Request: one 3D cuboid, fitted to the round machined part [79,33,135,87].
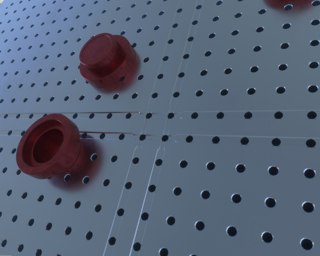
[{"bbox_3d":[-0.094,-0.120,0.518,0.098,0.042,0.098,-13,56,20],"label":"round machined part"}]

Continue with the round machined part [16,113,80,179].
[{"bbox_3d":[-0.160,0.030,0.460,0.098,0.042,0.098,-13,56,20],"label":"round machined part"}]
